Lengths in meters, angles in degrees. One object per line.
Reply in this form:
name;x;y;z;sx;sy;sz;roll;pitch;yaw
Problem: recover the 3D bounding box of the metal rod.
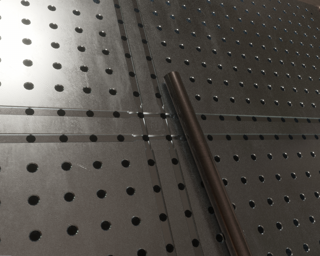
metal rod;0.063;0.053;0.411;0.025;0.025;0.299;-5;64;-31
